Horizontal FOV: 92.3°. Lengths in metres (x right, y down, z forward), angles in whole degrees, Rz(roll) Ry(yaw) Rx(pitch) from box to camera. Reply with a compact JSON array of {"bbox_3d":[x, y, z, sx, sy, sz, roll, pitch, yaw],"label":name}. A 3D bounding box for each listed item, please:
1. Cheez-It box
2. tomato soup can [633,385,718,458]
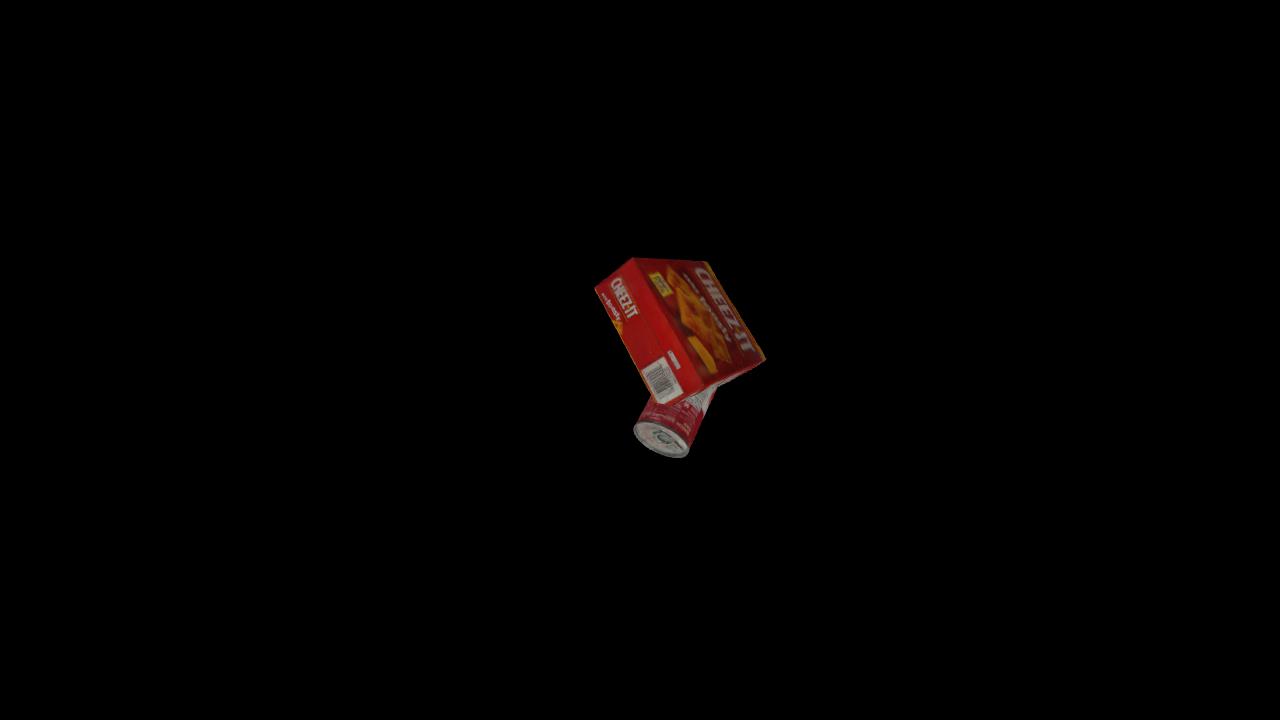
[{"bbox_3d":[0.059,-0.040,0.766,0.071,0.166,0.223,-33,-9,28],"label":"Cheez-It box"},{"bbox_3d":[0.043,0.052,0.708,0.068,0.101,0.068,20,-33,13],"label":"tomato soup can"}]
